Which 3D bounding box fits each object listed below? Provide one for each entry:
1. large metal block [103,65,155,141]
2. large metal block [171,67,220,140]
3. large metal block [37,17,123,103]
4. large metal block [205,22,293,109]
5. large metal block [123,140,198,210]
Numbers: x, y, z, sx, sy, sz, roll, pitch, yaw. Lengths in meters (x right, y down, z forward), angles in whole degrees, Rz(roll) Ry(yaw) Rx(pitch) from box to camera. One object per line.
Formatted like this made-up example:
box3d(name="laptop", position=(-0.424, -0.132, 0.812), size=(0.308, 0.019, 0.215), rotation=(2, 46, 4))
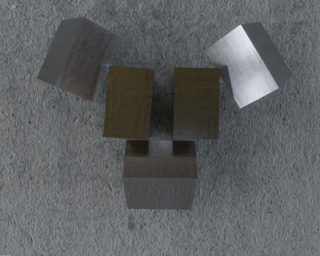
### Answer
box3d(name="large metal block", position=(-0.035, -0.028, 0.383), size=(0.050, 0.080, 0.079), rotation=(5, 90, 0))
box3d(name="large metal block", position=(0.041, -0.028, 0.384), size=(0.050, 0.080, 0.079), rotation=(1, 90, 0))
box3d(name="large metal block", position=(-0.099, -0.082, 0.373), size=(0.050, 0.080, 0.080), rotation=(23, 90, -36))
box3d(name="large metal block", position=(0.111, -0.079, 0.379), size=(0.050, 0.080, 0.080), rotation=(-31, 90, 37))
box3d(name="large metal block", position=(0.000, 0.059, 0.378), size=(0.081, 0.080, 0.050), rotation=(1, 51, 0))
